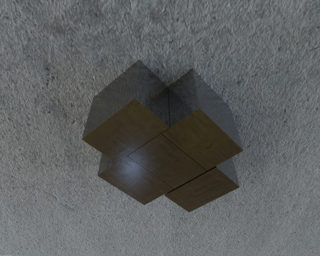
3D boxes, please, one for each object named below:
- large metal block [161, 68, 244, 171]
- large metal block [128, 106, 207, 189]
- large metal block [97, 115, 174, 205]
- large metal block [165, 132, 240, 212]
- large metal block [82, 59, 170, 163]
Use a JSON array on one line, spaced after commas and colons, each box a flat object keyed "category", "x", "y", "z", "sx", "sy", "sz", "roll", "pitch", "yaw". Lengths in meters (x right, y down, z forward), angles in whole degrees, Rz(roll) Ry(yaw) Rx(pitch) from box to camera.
[{"category": "large metal block", "x": 0.047, "y": -0.010, "z": 0.365, "sx": 0.050, "sy": 0.080, "sz": 0.080, "roll": -35, "pitch": 122, "yaw": 25}, {"category": "large metal block", "x": 0.009, "y": 0.015, "z": 0.387, "sx": 0.050, "sy": 0.080, "sz": 0.080, "roll": -35, "pitch": 122, "yaw": 25}, {"category": "large metal block", "x": -0.029, "y": 0.041, "z": 0.408, "sx": 0.050, "sy": 0.080, "sz": 0.080, "roll": -35, "pitch": 122, "yaw": 25}, {"category": "large metal block", "x": 0.052, "y": 0.054, "z": 0.420, "sx": 0.080, "sy": 0.080, "sz": 0.050, "roll": -34, "pitch": 122, "yaw": 25}, {"category": "large metal block", "x": -0.037, "y": -0.020, "z": 0.356, "sx": 0.080, "sy": 0.080, "sz": 0.050, "roll": -34, "pitch": 122, "yaw": 25}]
